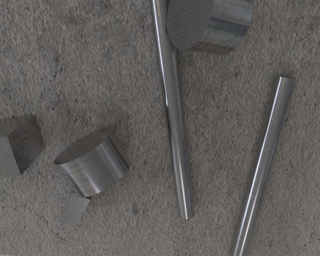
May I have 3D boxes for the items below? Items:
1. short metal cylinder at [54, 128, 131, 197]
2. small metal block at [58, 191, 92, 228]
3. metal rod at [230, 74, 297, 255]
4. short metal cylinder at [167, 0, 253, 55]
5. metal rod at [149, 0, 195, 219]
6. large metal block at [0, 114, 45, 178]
[{"bbox_3d":[-0.085,0.043,0.395,0.080,0.080,0.050,-25,108,9],"label":"short metal cylinder"},{"bbox_3d":[-0.114,0.100,0.432,0.025,0.050,0.050,27,108,-10],"label":"small metal block"},{"bbox_3d":[0.139,0.074,0.438,0.025,0.025,0.298,7,110,-3],"label":"metal rod"},{"bbox_3d":[0.050,-0.121,0.329,0.050,0.080,0.079,0,113,-32],"label":"short metal cylinder"},{"bbox_3d":[0.020,-0.012,0.405,0.025,0.025,0.298,-7,110,2],"label":"metal rod"},{"bbox_3d":[-0.204,0.024,0.387,0.080,0.080,0.050,-8,110,3],"label":"large metal block"}]
